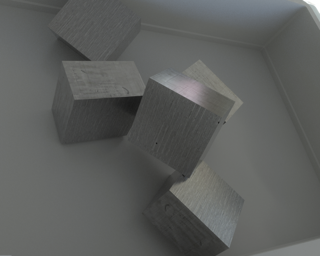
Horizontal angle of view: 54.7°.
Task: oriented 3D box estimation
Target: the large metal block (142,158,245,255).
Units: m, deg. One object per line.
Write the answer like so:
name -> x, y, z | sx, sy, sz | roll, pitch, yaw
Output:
large metal block -> 0.040, 0.088, 0.346 | 0.080, 0.050, 0.080 | 44, 34, 2

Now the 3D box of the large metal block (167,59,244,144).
large metal block -> 0.048, -0.030, 0.416 | 0.080, 0.080, 0.050 | 46, 51, 3

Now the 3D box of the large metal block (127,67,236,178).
large metal block -> 0.021, -0.007, 0.334 | 0.080, 0.079, 0.050 | 31, 32, 13

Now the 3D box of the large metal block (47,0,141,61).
large metal block -> -0.081, -0.129, 0.402 | 0.080, 0.050, 0.080 | 38, 86, -3

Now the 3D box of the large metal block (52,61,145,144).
large metal block -> -0.070, -0.029, 0.348 | 0.081, 0.080, 0.050 | -7, 60, -32
